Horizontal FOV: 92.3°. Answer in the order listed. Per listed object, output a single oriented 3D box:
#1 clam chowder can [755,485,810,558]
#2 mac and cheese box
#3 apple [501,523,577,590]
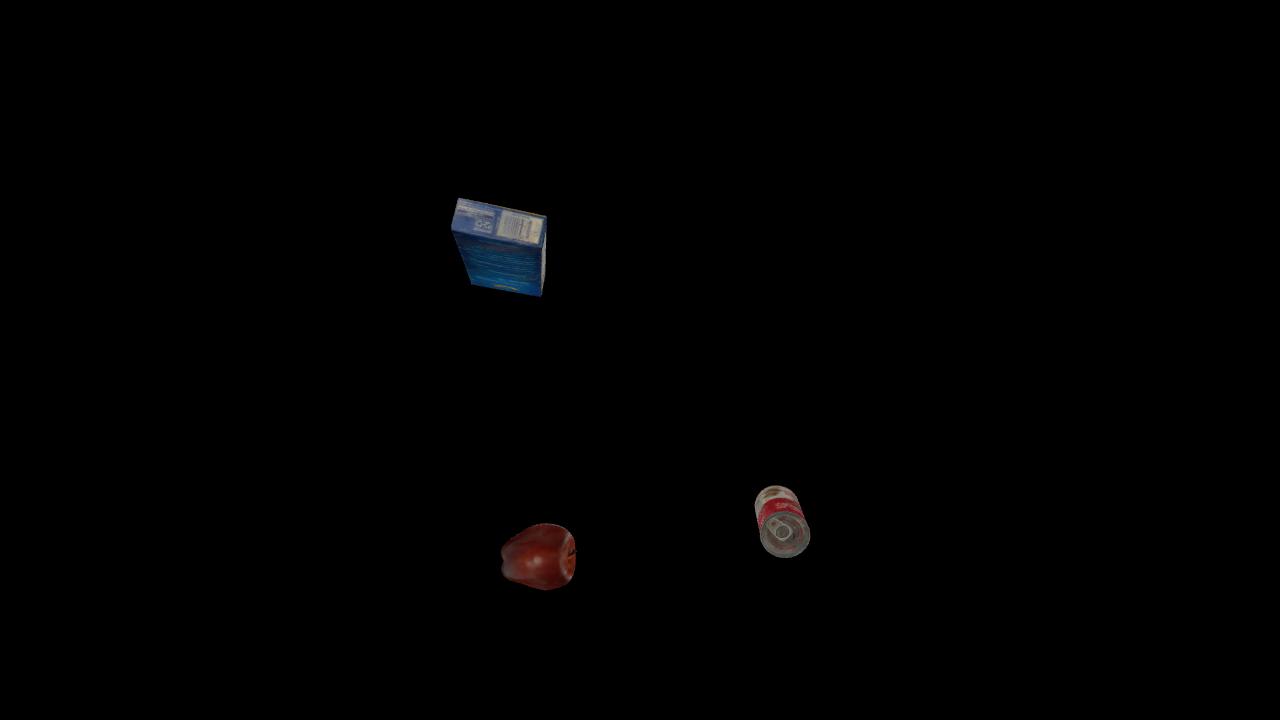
[{"bbox_3d":[0.201,0.228,0.881,0.068,0.068,0.102,0,9,5],"label":"clam chowder can"},{"bbox_3d":[-0.154,-0.121,0.702,0.093,0.041,0.184,9,-11,-8],"label":"mac and cheese box"},{"bbox_3d":[-0.122,0.242,0.759,0.093,0.079,0.079,-7,-1,9],"label":"apple"}]
